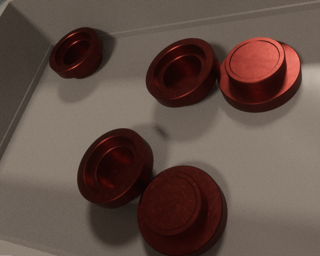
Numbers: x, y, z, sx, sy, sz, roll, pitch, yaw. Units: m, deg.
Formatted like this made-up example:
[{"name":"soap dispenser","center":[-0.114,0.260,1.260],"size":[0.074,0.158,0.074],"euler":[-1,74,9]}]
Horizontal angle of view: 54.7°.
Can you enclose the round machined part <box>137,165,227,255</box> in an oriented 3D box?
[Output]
[{"name":"round machined part","center":[0.019,0.085,0.332],"size":[0.098,0.042,0.098],"euler":[-13,56,20]}]

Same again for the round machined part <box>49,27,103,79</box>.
[{"name":"round machined part","center":[-0.141,-0.125,0.543],"size":[0.098,0.042,0.098],"euler":[-13,56,20]}]

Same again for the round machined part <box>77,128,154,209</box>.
[{"name":"round machined part","center":[-0.050,0.052,0.384],"size":[0.098,0.042,0.098],"euler":[-17,52,23]}]

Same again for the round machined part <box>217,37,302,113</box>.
[{"name":"round machined part","center":[0.117,-0.071,0.376],"size":[0.098,0.042,0.098],"euler":[-13,56,20]}]

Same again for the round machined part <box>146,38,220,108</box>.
[{"name":"round machined part","center":[0.034,-0.069,0.415],"size":[0.098,0.042,0.098],"euler":[-16,54,24]}]
